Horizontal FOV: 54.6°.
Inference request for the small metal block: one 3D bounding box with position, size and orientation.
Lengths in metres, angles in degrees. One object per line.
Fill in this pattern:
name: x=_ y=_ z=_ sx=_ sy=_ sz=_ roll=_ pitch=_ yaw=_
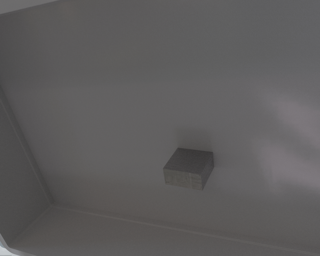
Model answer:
small metal block: x=0.038 y=0.052 z=0.405 sx=0.050 sy=0.050 sz=0.025 roll=5 pitch=121 yaw=25
